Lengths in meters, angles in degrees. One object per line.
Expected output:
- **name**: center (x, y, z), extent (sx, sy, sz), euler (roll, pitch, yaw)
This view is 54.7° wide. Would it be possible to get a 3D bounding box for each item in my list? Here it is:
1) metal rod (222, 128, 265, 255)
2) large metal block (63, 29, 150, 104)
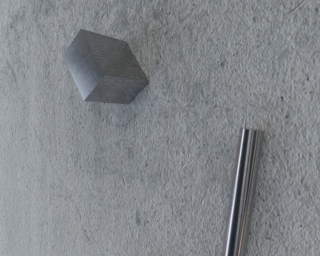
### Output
- **metal rod**: center (0.079, 0.149, 0.338), extent (0.025, 0.025, 0.298), euler (11, 97, 39)
- **large metal block**: center (-0.074, -0.081, 0.428), extent (0.050, 0.081, 0.080), euler (-43, 65, 31)
